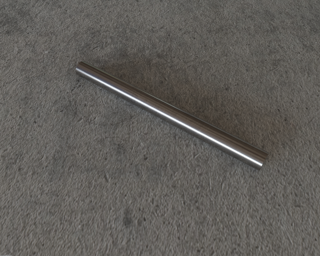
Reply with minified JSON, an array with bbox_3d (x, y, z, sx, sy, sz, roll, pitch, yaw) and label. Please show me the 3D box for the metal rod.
[{"bbox_3d":[0.002,-0.026,0.425,0.300,0.025,0.025,28,56,22],"label":"metal rod"}]
